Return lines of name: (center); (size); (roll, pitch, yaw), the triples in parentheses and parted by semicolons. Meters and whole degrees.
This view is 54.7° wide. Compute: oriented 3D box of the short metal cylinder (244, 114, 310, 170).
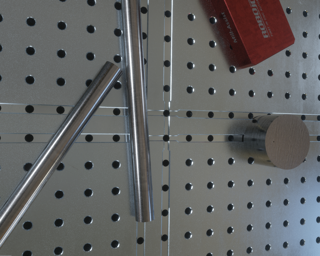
short metal cylinder: (0.175, 0.020, 0.466); (0.081, 0.050, 0.079); (0, 90, -20)

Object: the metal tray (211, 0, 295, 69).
metal tray: (0.138, -0.167, 0.462); (0.091, 0.030, 0.129); (-30, 100, -18)

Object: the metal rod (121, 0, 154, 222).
metal rod: (-0.029, -0.029, 0.402); (0.025, 0.025, 0.298); (-4, 92, -20)

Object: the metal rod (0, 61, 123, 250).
metal rod: (-0.136, 0.047, 0.362); (0.025, 0.025, 0.300); (36, 78, -17)
